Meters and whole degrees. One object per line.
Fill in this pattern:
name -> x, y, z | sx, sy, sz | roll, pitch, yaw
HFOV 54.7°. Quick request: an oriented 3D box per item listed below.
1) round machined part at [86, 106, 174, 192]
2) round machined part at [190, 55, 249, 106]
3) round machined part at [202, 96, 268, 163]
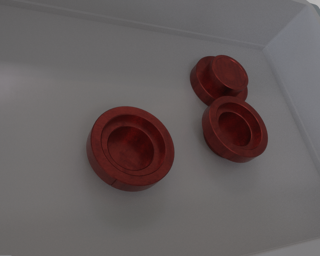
round machined part -> -0.036, 0.027, 0.358 | 0.099, 0.042, 0.098 | 14, 56, -21
round machined part -> 0.101, -0.078, 0.496 | 0.099, 0.042, 0.098 | 14, 56, -21
round machined part -> 0.102, 0.006, 0.446 | 0.099, 0.042, 0.098 | 14, 56, -21
